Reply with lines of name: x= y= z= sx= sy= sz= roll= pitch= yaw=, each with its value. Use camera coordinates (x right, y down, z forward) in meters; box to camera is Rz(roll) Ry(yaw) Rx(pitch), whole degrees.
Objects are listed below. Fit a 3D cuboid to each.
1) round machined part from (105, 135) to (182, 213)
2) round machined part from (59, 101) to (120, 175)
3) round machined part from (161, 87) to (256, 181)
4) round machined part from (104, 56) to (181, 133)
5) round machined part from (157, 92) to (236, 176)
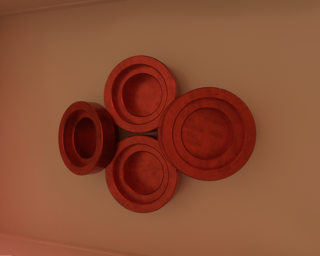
round machined part: x=-0.018 y=0.057 z=0.405 sx=0.098 sy=0.042 sz=0.097 roll=0 pitch=90 yaw=20
round machined part: x=-0.093 y=0.013 z=0.422 sx=0.098 sy=0.042 sz=0.097 roll=0 pitch=89 yaw=40
round machined part: x=0.050 y=0.006 z=0.341 sx=0.099 sy=0.042 sz=0.097 roll=0 pitch=90 yaw=-2
round machined part: x=-0.020 y=-0.042 z=0.406 sx=0.098 sy=0.042 sz=0.097 roll=0 pitch=90 yaw=20
round machined part: x=0.046 y=0.006 z=0.372 sx=0.099 sy=0.042 sz=0.097 roll=0 pitch=89 yaw=-3
